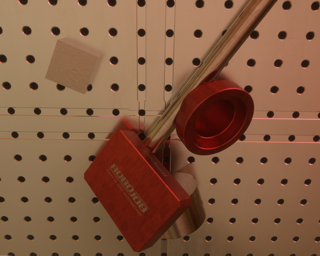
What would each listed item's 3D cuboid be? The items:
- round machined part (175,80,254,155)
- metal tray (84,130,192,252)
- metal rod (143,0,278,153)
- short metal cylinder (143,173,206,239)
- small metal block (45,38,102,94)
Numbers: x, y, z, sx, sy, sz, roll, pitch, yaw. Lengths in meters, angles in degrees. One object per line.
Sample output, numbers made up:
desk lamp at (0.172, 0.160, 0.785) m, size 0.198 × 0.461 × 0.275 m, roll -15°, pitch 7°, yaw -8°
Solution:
round machined part at (0.063, -0.016, 0.385) m, size 0.099 × 0.042 × 0.097 m, roll -15°, pitch 131°, yaw -18°
metal tray at (-0.033, 0.076, 0.396) m, size 0.130 × 0.030 × 0.090 m, roll 47°, pitch 109°, yaw 27°
metal rod at (0.074, -0.088, 0.382) m, size 0.025 × 0.025 × 0.299 m, roll 34°, pitch 106°, yaw -12°
short metal cylinder at (0.018, 0.104, 0.423) m, size 0.080 × 0.080 × 0.050 m, roll -15°, pitch 110°, yaw 5°
small metal block at (-0.107, -0.077, 0.384) m, size 0.050 × 0.025 × 0.050 m, roll 23°, pitch 108°, yaw -9°
